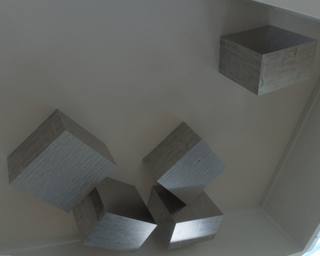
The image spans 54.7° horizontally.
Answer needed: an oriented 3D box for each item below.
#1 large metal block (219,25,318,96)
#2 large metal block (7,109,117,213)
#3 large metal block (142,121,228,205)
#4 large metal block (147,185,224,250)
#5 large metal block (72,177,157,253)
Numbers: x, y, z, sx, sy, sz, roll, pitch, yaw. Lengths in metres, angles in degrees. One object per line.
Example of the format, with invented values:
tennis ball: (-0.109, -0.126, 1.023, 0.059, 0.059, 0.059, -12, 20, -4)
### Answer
large metal block: (0.132, -0.089, 0.390, 0.081, 0.080, 0.050, -18, 126, -18)
large metal block: (-0.111, 0.039, 0.356, 0.080, 0.050, 0.080, -44, 129, 2)
large metal block: (0.036, 0.051, 0.444, 0.080, 0.050, 0.080, -43, 129, 2)
large metal block: (0.035, 0.129, 0.472, 0.081, 0.080, 0.050, -1, 119, -28)
large metal block: (-0.063, 0.110, 0.407, 0.080, 0.080, 0.050, 28, 103, -38)
